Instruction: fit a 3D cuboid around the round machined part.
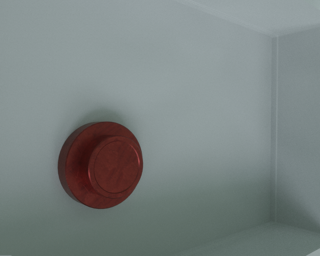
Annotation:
[{"bbox_3d":[-0.058,0.042,0.346,0.099,0.042,0.097,0,90,-40],"label":"round machined part"}]
